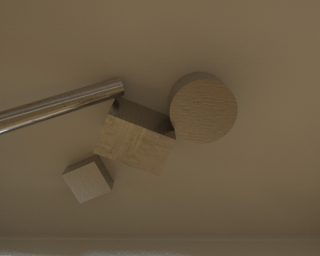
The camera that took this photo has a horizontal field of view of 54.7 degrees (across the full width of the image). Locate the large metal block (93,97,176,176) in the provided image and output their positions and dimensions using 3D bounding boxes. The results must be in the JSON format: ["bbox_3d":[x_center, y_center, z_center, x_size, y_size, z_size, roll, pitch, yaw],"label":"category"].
[{"bbox_3d":[-0.029,0.007,0.384,0.080,0.080,0.050,21,109,-8],"label":"large metal block"}]

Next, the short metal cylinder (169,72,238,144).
[{"bbox_3d":[0.051,-0.027,0.389,0.081,0.050,0.079,0,110,-1],"label":"short metal cylinder"}]

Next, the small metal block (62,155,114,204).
[{"bbox_3d":[-0.100,0.071,0.436,0.050,0.025,0.050,-23,109,8],"label":"small metal block"}]

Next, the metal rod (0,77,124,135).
[{"bbox_3d":[-0.182,-0.003,0.339,0.302,0.025,0.025,-21,111,-21],"label":"metal rod"}]
